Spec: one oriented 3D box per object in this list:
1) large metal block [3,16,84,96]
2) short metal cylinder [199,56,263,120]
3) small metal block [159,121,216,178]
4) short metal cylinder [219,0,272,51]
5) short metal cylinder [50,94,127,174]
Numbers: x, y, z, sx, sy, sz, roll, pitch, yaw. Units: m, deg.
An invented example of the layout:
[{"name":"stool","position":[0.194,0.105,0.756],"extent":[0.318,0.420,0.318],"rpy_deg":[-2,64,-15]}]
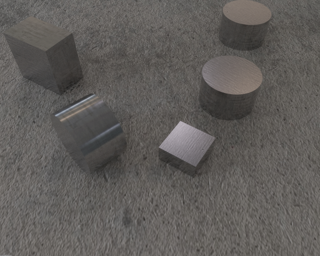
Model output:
[{"name":"large metal block","position":[-0.168,-0.105,0.455],"extent":[0.080,0.080,0.050],"rpy_deg":[26,55,20]},{"name":"short metal cylinder","position":[0.097,-0.057,0.435],"extent":[0.081,0.050,0.080],"rpy_deg":[0,50,0]},{"name":"small metal block","position":[0.033,0.025,0.382],"extent":[0.050,0.025,0.050],"rpy_deg":[27,55,20]},{"name":"short metal cylinder","position":[0.146,-0.179,0.538],"extent":[0.081,0.050,0.080],"rpy_deg":[0,50,0]},{"name":"short metal cylinder","position":[-0.083,0.007,0.361],"extent":[0.050,0.080,0.080],"rpy_deg":[-34,58,-25]}]
